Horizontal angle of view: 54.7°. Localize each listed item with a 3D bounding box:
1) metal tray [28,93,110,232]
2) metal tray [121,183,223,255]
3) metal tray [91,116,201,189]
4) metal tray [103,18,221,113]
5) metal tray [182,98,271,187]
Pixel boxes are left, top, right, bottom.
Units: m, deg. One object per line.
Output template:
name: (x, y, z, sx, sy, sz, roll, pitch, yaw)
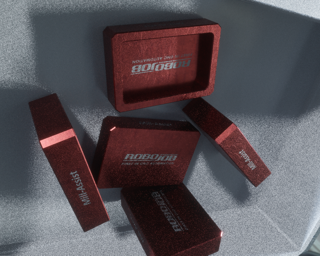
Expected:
metal tray: (-0.097, 0.038, 0.335, 0.030, 0.090, 0.129, -23, 128, -16)
metal tray: (0.010, 0.121, 0.419, 0.091, 0.130, 0.030, -12, 124, -23)
metal tray: (-0.018, 0.034, 0.414, 0.131, 0.030, 0.089, 3, 117, -30)
metal tray: (0.004, -0.074, 0.361, 0.131, 0.030, 0.089, -13, 124, -22)
metal tray: (0.093, 0.019, 0.428, 0.030, 0.090, 0.130, -44, 130, 3)
